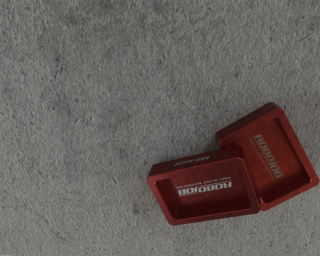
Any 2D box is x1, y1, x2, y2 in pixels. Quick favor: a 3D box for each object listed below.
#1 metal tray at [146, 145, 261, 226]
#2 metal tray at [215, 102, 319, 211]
[{"bbox_3d":[0.059,0.081,0.417,0.130,0.030,0.090,-16,113,21],"label":"metal tray"},{"bbox_3d":[0.147,0.042,0.423,0.090,0.030,0.130,-31,108,10],"label":"metal tray"}]
